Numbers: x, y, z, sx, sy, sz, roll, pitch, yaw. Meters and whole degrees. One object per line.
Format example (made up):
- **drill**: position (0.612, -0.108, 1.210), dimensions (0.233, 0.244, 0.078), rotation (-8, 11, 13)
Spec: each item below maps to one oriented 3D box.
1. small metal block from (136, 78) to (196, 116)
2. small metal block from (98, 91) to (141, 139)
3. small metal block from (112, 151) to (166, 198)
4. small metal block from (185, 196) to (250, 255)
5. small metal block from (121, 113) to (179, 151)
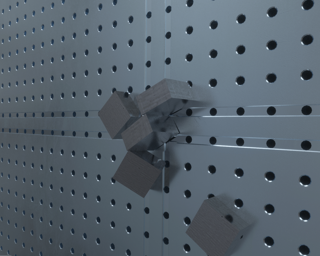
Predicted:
- **small metal block**: position (0.008, -0.036, 0.385), dimensions (0.050, 0.050, 0.025), rotation (-28, 73, 36)
- **small metal block**: position (-0.059, -0.019, 0.456), dimensions (0.050, 0.025, 0.050), rotation (-47, 62, 29)
- **small metal block**: position (-0.028, 0.057, 0.416), dimensions (0.050, 0.025, 0.050), rotation (32, 113, 2)
- **small metal block**: position (0.065, 0.116, 0.355), dimensions (0.050, 0.025, 0.050), rotation (38, 113, 33)
- **small metal block**: position (-0.013, 0.007, 0.401), dimensions (0.050, 0.050, 0.025), rotation (-37, 64, 33)
